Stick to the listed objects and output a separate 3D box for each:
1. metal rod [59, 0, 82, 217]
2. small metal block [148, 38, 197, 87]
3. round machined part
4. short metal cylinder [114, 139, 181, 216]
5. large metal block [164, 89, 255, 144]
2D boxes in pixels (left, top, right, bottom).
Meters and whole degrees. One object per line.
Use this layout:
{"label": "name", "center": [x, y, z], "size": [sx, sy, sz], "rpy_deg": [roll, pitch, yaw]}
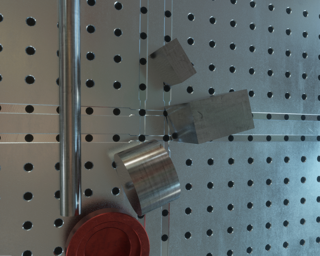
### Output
{"label": "metal rod", "center": [-0.108, -0.046, 0.372], "size": [0.025, 0.025, 0.298], "rpy_deg": [0, 90, -20]}
{"label": "small metal block", "center": [0.015, -0.084, 0.406], "size": [0.025, 0.050, 0.050], "rpy_deg": [-36, 102, -17]}
{"label": "round machined part", "center": [-0.066, 0.147, 0.380], "size": [0.099, 0.042, 0.097], "rpy_deg": [0, 90, -21]}
{"label": "short metal cylinder", "center": [-0.017, 0.060, 0.378], "size": [0.050, 0.080, 0.080], "rpy_deg": [-21, 97, -19]}
{"label": "large metal block", "center": [0.062, -0.015, 0.408], "size": [0.081, 0.080, 0.050], "rpy_deg": [-14, 95, -20]}
